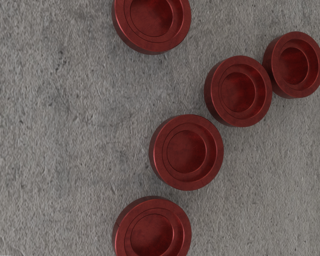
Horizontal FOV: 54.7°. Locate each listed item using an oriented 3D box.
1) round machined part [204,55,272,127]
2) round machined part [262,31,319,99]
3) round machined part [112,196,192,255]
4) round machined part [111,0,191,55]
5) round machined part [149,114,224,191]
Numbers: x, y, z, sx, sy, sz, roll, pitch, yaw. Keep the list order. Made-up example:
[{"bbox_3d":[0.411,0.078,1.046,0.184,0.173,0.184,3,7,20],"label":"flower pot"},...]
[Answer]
[{"bbox_3d":[0.105,-0.050,0.439,0.099,0.042,0.097,0,90,-20],"label":"round machined part"},{"bbox_3d":[0.196,-0.093,0.472,0.099,0.042,0.097,0,90,-20],"label":"round machined part"},{"bbox_3d":[-0.013,0.135,0.395,0.099,0.042,0.097,0,90,-20],"label":"round machined part"},{"bbox_3d":[-0.013,-0.142,0.395,0.099,0.042,0.097,0,90,-20],"label":"round machined part"},{"bbox_3d":[0.031,0.031,0.411,0.099,0.042,0.097,0,90,-20],"label":"round machined part"}]
